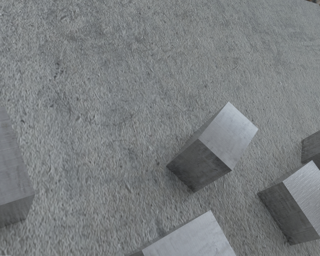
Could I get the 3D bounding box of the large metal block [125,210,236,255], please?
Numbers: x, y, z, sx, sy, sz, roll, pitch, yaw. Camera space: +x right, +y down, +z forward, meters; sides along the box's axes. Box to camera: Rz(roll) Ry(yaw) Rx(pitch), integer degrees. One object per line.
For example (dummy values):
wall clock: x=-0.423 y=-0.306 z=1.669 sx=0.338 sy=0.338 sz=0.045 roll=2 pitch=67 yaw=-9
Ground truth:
large metal block: x=0.012 y=0.128 z=0.297 sx=0.081 sy=0.080 sz=0.050 roll=-18 pitch=71 yaw=-35

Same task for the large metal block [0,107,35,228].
large metal block: x=-0.149 y=0.040 z=0.264 sx=0.050 sy=0.080 sz=0.080 roll=-15 pitch=70 yaw=-34

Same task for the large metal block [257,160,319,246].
large metal block: x=0.198 y=0.102 z=0.431 sx=0.081 sy=0.050 sz=0.080 roll=-21 pitch=73 yaw=-36

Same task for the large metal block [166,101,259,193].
large metal block: x=0.064 y=0.025 z=0.388 sx=0.050 sy=0.080 sz=0.080 roll=44 pitch=51 yaw=1

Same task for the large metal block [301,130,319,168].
large metal block: x=0.291 y=0.040 z=0.500 sx=0.080 sy=0.080 sz=0.050 roll=32 pitch=52 yaw=-8
